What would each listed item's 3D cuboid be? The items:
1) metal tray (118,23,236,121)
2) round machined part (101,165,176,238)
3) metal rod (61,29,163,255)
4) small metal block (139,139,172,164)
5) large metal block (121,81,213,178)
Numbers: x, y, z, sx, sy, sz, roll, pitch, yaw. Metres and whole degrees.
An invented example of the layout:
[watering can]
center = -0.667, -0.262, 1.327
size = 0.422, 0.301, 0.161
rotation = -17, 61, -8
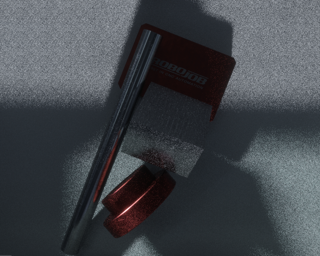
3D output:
[metal tray]
center = 0.022, -0.070, 0.409
size = 0.131, 0.030, 0.090
rotation = 21, 90, -1
[round machined part]
center = -0.031, 0.082, 0.375
size = 0.098, 0.098, 0.042
rotation = -41, 90, 0
[metal rod]
center = -0.063, 0.024, 0.390
size = 0.025, 0.025, 0.298
rotation = 22, 98, -1
[small metal block]
center = -0.006, 0.031, 0.399
size = 0.050, 0.050, 0.025
rotation = 22, 90, -1
[large metal block]
center = 0.010, 0.000, 0.362
size = 0.080, 0.080, 0.050
rotation = 22, 130, -1
